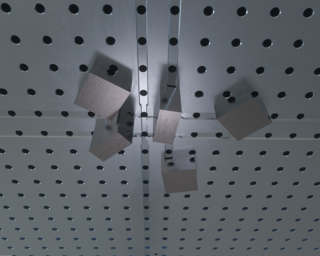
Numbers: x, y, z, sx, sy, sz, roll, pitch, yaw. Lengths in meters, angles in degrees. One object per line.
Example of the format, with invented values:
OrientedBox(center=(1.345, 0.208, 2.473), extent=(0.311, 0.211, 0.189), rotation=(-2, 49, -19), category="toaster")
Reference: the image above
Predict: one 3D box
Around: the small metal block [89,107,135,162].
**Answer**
OrientedBox(center=(-0.061, 0.008, 0.401), extent=(0.050, 0.050, 0.025), rotation=(-32, 123, 24), category="small metal block")

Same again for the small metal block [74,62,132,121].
OrientedBox(center=(-0.069, -0.043, 0.374), extent=(0.050, 0.025, 0.050), rotation=(25, 126, -20), category="small metal block")

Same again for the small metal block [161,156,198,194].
OrientedBox(center=(0.030, 0.072, 0.473), extent=(0.050, 0.025, 0.050), rotation=(-7, 130, 5), category="small metal block")

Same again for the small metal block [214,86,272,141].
OrientedBox(center=(0.106, -0.017, 0.398), extent=(0.050, 0.025, 0.050), rotation=(-33, 123, 25), category="small metal block")

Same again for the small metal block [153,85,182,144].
OrientedBox(center=(0.008, -0.016, 0.381), extent=(0.025, 0.050, 0.050), rotation=(8, 130, -7), category="small metal block")
